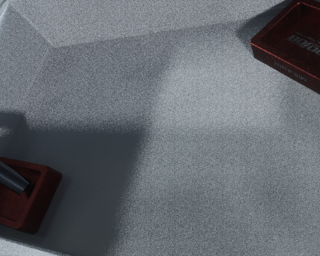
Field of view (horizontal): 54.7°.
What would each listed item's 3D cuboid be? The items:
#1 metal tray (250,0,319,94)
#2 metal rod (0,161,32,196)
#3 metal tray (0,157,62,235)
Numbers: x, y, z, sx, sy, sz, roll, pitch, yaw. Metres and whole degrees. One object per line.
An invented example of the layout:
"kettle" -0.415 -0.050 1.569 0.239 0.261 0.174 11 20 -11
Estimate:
"metal tray" 0.185 -0.097 0.364 0.090 0.030 0.130 -43 51 -2
"metal rod" -0.313 0.001 0.425 0.301 0.025 0.025 34 78 -5
"metal tray" -0.216 0.094 0.455 0.130 0.030 0.090 5 64 30
